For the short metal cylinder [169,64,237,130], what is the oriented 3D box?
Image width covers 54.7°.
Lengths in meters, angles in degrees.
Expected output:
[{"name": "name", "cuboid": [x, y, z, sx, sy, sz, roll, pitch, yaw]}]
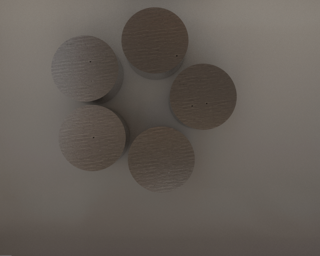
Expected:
[{"name": "short metal cylinder", "cuboid": [0.052, -0.038, 0.397, 0.081, 0.050, 0.080, 0, 90, 0]}]

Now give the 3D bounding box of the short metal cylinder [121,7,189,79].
[{"name": "short metal cylinder", "cuboid": [-0.006, -0.105, 0.397, 0.081, 0.050, 0.080, 0, 90, 0]}]

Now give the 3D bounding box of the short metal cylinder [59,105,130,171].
[{"name": "short metal cylinder", "cuboid": [-0.081, 0.012, 0.396, 0.081, 0.050, 0.080, 0, 90, 0]}]

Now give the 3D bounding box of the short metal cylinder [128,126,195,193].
[{"name": "short metal cylinder", "cuboid": [0.002, 0.038, 0.397, 0.081, 0.050, 0.080, 0, 90, 0]}]

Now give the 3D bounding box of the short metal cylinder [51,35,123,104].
[{"name": "short metal cylinder", "cuboid": [-0.090, -0.071, 0.396, 0.081, 0.050, 0.080, 0, 90, 0]}]
